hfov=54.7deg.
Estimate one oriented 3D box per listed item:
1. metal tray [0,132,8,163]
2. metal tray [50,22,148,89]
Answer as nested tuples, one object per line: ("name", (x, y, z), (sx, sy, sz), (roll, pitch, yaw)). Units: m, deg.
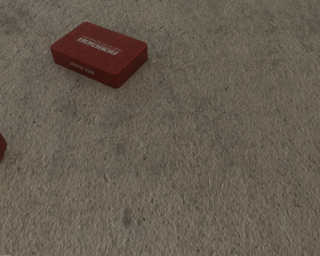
("metal tray", (-0.259, 0.007, 0.353), (0.131, 0.090, 0.030), (-1, 50, -1))
("metal tray", (-0.097, -0.122, 0.501), (0.130, 0.030, 0.090), (25, 54, 19))
